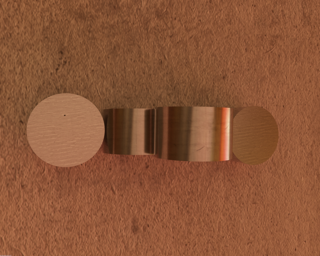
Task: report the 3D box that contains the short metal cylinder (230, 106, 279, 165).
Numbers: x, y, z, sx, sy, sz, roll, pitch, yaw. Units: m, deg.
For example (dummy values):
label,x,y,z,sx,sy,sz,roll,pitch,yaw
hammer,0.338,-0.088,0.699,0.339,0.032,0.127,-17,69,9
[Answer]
label,x,y,z,sx,sy,sz,roll,pitch,yaw
short metal cylinder,0.119,0.010,0.440,0.081,0.050,0.080,0,91,-21

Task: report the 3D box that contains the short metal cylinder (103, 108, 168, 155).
label,x,y,z,sx,sy,sz,roll,pitch,yaw
short metal cylinder,-0.028,0.004,0.371,0.081,0.080,0.050,0,90,-20

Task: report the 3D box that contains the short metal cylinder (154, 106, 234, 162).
label,x,y,z,sx,sy,sz,roll,pitch,yaw
short metal cylinder,0.034,0.005,0.320,0.081,0.080,0.050,1,91,-20

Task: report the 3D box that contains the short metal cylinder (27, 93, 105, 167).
label,x,y,z,sx,sy,sz,roll,pitch,yaw
short metal cylinder,-0.109,0.002,0.357,0.081,0.050,0.080,0,90,-21

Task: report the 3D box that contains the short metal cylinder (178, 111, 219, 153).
label,x,y,z,sx,sy,sz,roll,pitch,yaw
short metal cylinder,0.048,0.005,0.399,0.081,0.080,0.050,0,89,-20
